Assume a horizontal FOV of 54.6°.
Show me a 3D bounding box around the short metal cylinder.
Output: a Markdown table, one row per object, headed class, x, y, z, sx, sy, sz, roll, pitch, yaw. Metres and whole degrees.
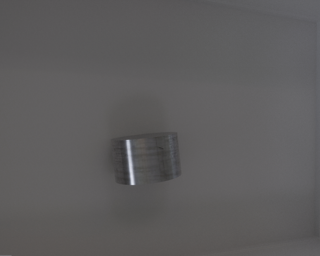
| class | x | y | z | sx | sy | sz | roll | pitch | yaw |
| --- | --- | --- | --- | --- | --- | --- | --- | --- | --- |
| short metal cylinder | -0.016 | 0.034 | 0.375 | 0.081 | 0.080 | 0.050 | -7 | 93 | -20 |
